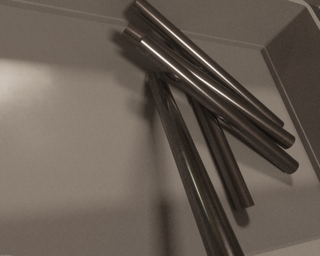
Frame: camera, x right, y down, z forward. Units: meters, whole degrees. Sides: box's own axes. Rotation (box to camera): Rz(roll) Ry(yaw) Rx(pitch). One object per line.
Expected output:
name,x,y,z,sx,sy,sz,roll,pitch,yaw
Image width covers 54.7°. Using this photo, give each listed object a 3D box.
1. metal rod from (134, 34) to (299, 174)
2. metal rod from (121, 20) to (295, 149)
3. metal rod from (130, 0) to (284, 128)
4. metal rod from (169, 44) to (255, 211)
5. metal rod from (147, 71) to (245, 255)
metal rod,0.090,-0.024,0.439,0.301,0.025,0.025,37,50,-17
metal rod,0.078,-0.056,0.450,0.301,0.025,0.025,32,51,-13
metal rod,0.081,-0.090,0.478,0.301,0.025,0.025,37,50,-14
metal rod,0.067,-0.027,0.459,0.025,0.025,0.299,-5,64,-31
metal rod,0.022,0.015,0.331,0.025,0.025,0.300,13,31,-22
